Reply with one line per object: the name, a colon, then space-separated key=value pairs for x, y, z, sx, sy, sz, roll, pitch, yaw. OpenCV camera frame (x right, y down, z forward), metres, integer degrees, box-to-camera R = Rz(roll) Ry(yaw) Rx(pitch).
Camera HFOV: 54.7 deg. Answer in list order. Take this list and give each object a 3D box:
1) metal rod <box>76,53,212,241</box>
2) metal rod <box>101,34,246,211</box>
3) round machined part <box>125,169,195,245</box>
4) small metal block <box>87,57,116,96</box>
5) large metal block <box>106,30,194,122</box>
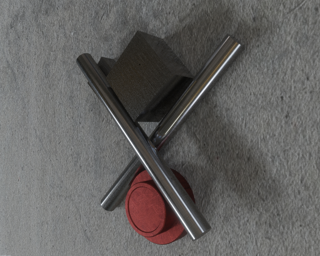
metal rod: x=-0.034 y=0.006 z=0.399 sx=0.025 sy=0.025 sz=0.300 roll=-51 pitch=61 yaw=28
metal rod: x=0.002 y=0.010 z=0.405 sx=0.025 sy=0.025 sz=0.298 roll=52 pitch=120 yaw=27
round machined part: x=-0.006 y=0.101 z=0.398 sx=0.098 sy=0.042 sz=0.097 roll=0 pitch=90 yaw=39
small metal block: x=-0.078 y=-0.071 z=0.470 sx=0.050 sy=0.025 sz=0.050 roll=50 pitch=119 yaw=28
large metal block: x=-0.014 y=-0.064 z=0.401 sx=0.080 sy=0.050 sz=0.080 roll=-49 pitch=61 yaw=28
